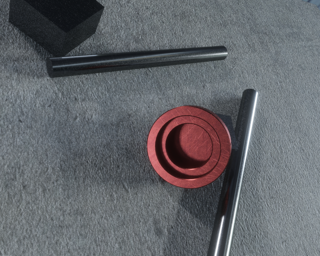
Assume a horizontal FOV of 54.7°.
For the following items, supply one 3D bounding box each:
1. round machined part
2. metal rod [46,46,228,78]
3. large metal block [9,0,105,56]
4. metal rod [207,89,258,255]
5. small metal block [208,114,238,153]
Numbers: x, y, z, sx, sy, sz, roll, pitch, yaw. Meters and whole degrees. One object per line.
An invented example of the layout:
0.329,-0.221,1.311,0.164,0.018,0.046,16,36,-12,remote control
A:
0.037,0.021,0.378,0.098,0.098,0.042,48,15,5,round machined part
-0.012,-0.103,0.461,0.303,0.025,0.025,-14,69,-34,metal rod
-0.135,-0.150,0.408,0.080,0.050,0.080,38,51,-3,large metal block
0.106,0.052,0.431,0.025,0.025,0.300,30,52,-9,metal rod
0.076,0.015,0.421,0.025,0.050,0.050,9,58,-25,small metal block
